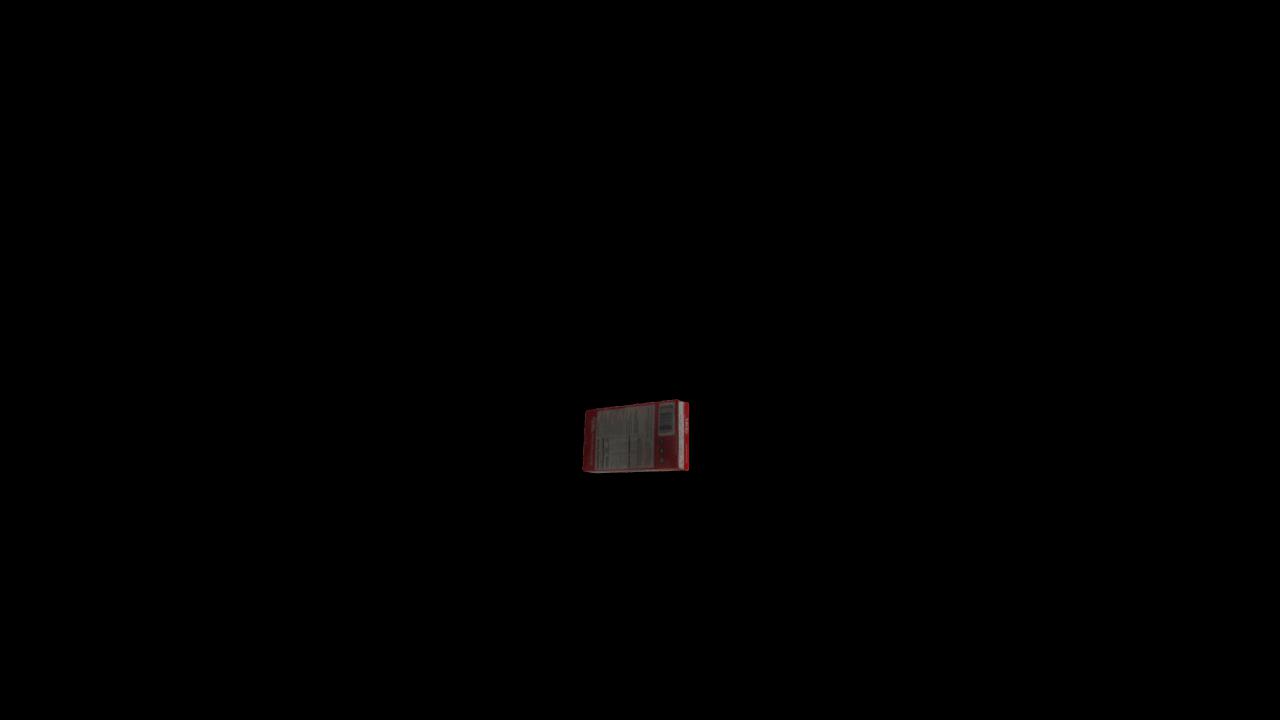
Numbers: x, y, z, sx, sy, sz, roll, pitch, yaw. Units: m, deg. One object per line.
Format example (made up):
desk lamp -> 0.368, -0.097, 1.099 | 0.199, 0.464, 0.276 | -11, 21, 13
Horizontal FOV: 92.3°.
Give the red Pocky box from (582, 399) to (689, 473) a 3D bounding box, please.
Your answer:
red Pocky box -> -0.007, 0.097, 0.762 | 0.155, 0.083, 0.028 | -10, -17, 39
